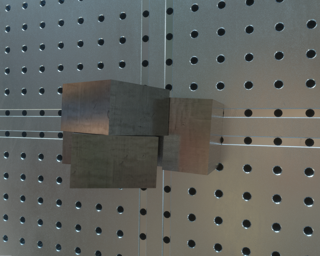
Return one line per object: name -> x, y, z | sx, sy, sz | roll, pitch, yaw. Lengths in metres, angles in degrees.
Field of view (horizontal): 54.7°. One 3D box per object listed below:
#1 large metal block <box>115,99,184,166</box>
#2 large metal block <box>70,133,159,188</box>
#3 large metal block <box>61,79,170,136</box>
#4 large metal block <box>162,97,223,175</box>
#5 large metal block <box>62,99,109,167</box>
large metal block -> -0.015, 0.005, 0.401 | 0.080, 0.050, 0.079 | 3, 91, 19
large metal block -> -0.051, 0.031, 0.329 | 0.081, 0.080, 0.050 | 3, 91, -14
large metal block -> -0.047, -0.019, 0.331 | 0.080, 0.081, 0.050 | 3, 91, 42
large metal block -> 0.042, 0.008, 0.368 | 0.050, 0.080, 0.079 | 4, 92, 20
large metal block -> -0.082, 0.005, 0.411 | 0.050, 0.080, 0.079 | 2, 91, 20
